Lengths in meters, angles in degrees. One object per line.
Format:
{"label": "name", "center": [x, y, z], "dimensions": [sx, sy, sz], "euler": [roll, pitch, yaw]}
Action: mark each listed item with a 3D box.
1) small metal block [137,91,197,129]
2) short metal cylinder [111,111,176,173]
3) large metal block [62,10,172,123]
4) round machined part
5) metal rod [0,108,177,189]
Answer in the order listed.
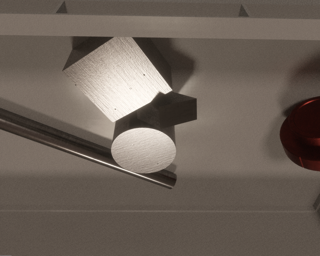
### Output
{"label": "small metal block", "center": [0.007, -0.022, 0.358], "dimensions": [0.050, 0.050, 0.025], "euler": [-15, 112, -30]}
{"label": "short metal cylinder", "center": [-0.020, 0.014, 0.404], "dimensions": [0.081, 0.050, 0.079], "euler": [0, 130, 0]}
{"label": "large metal block", "center": [-0.043, -0.064, 0.337], "dimensions": [0.080, 0.050, 0.080], "euler": [-27, 126, 20]}
{"label": "round machined part", "center": [0.192, 0.000, 0.364], "dimensions": [0.098, 0.098, 0.042], "euler": [-22, 127, 17]}
{"label": "metal rod", "center": [-0.112, 0.027, 0.430], "dimensions": [0.302, 0.025, 0.025], "euler": [23, 126, -19]}
